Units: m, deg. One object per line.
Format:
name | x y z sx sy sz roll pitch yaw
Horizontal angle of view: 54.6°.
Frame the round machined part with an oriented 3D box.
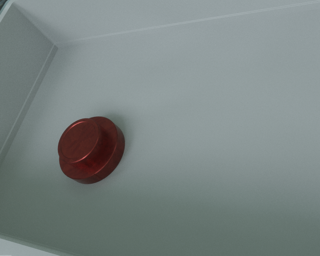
round machined part | -0.102 0.025 0.434 0.098 0.042 0.098 -13 56 21
